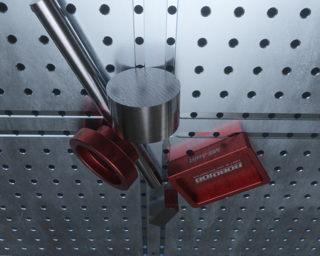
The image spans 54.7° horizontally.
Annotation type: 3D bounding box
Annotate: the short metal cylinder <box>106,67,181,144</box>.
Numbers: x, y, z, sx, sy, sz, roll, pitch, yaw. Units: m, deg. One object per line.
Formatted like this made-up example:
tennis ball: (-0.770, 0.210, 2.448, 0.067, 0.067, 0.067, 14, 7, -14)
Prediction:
short metal cylinder: (-0.017, -0.027, 0.352, 0.081, 0.080, 0.050, -1, 130, 0)

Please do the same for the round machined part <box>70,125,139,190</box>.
round machined part: (-0.067, 0.035, 0.408, 0.098, 0.042, 0.098, 30, 152, 19)

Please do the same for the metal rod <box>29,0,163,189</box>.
metal rod: (-0.062, -0.021, 0.392, 0.025, 0.025, 0.299, -17, 129, 13)

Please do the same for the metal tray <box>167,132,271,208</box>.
metal tray: (0.087, 0.068, 0.467, 0.130, 0.030, 0.090, -25, 126, 19)

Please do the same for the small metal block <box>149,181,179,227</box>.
small metal block: (0.005, 0.123, 0.501, 0.025, 0.050, 0.050, 23, 126, -19)
